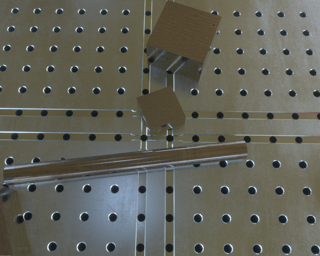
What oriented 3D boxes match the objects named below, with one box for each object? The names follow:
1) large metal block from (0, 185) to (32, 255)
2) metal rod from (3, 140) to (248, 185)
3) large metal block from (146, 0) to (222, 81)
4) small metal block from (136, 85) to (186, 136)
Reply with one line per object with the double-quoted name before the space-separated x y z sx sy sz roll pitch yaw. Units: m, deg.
"large metal block" -0.205 0.120 0.353 0.080 0.050 0.080 -20 71 -7
"metal rod" -0.041 0.043 0.395 0.302 0.025 0.025 -6 70 -3
"large metal block" 0.034 -0.124 0.444 0.080 0.050 0.080 20 71 7
"small metal block" 0.001 -0.023 0.420 0.050 0.025 0.050 -21 71 -8
